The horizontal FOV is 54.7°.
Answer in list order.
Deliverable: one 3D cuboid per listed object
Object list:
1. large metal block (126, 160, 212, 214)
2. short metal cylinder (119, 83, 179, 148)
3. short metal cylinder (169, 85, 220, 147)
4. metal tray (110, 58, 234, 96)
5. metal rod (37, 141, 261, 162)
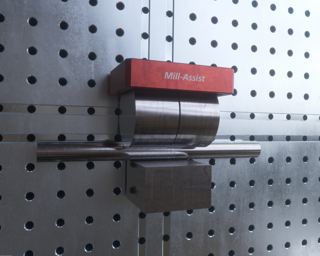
[{"bbox_3d":[0.008,0.067,0.382,0.081,0.080,0.050,1,90,-20],"label":"large metal block"},{"bbox_3d":[-0.016,-0.016,0.375,0.050,0.080,0.079,1,90,-20],"label":"short metal cylinder"},{"bbox_3d":[0.033,-0.016,0.393,0.050,0.080,0.079,2,90,-20],"label":"short metal cylinder"},{"bbox_3d":[0.012,-0.056,0.378,0.131,0.090,0.030,1,90,-20],"label":"metal tray"},{"bbox_3d":[0.000,0.029,0.409,0.303,0.025,0.025,1,90,-20],"label":"metal rod"}]
